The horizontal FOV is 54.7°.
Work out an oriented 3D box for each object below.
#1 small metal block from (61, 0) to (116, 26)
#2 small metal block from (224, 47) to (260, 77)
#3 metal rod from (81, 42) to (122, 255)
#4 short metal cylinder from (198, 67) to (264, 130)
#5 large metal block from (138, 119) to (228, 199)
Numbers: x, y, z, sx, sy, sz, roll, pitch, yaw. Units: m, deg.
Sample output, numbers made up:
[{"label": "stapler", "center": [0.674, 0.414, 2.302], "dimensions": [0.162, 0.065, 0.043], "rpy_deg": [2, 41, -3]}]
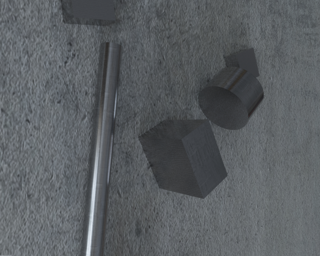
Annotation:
[{"label": "small metal block", "center": [-0.080, -0.141, 0.339], "dimensions": [0.050, 0.025, 0.050], "rpy_deg": [-12, 98, -40]}, {"label": "small metal block", "center": [0.139, -0.104, 0.524], "dimensions": [0.050, 0.025, 0.050], "rpy_deg": [-28, 108, -37]}, {"label": "metal rod", "center": [-0.068, 0.053, 0.349], "dimensions": [0.025, 0.025, 0.298], "rpy_deg": [8, 85, -40]}, {"label": "short metal cylinder", "center": [0.105, -0.043, 0.459], "dimensions": [0.050, 0.080, 0.080], "rpy_deg": [-47, 119, -30]}, {"label": "large metal block", "center": [0.029, 0.036, 0.395], "dimensions": [0.050, 0.080, 0.080], "rpy_deg": [-34, 112, -35]}]
